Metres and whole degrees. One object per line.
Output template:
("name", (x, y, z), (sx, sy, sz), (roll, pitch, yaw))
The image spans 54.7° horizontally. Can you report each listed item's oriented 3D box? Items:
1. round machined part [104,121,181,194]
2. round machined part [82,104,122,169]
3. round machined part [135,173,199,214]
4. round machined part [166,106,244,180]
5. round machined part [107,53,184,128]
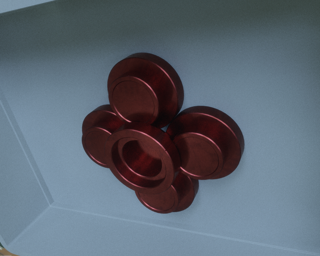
("round machined part", (-0.019, 0.034, 0.399), (0.098, 0.042, 0.097), (13, 124, 21))
("round machined part", (-0.072, 0.019, 0.444), (0.098, 0.042, 0.097), (13, 124, 21))
("round machined part", (0.002, 0.083, 0.445), (0.098, 0.042, 0.097), (12, 122, 20))
("round machined part", (0.051, 0.025, 0.384), (0.098, 0.042, 0.097), (13, 124, 21))
("round machined part", (-0.024, -0.039, 0.382), (0.098, 0.042, 0.097), (13, 124, 21))
